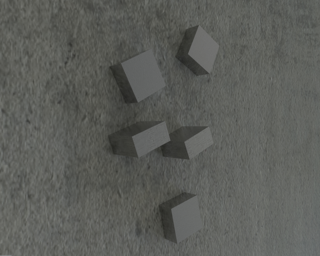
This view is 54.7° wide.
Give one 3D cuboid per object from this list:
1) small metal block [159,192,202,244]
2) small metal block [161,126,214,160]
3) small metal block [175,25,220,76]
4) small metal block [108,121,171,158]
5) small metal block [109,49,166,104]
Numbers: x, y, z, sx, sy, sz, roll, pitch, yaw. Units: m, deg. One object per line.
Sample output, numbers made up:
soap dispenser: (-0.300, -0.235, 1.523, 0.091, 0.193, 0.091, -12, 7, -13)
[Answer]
small metal block: (0.029, 0.124, 0.432, 0.050, 0.025, 0.050, -17, 101, -39)
small metal block: (0.035, 0.019, 0.420, 0.050, 0.050, 0.025, -29, 109, -37)
small metal block: (0.056, -0.112, 0.454, 0.050, 0.025, 0.050, 33, 70, -36)
small metal block: (-0.025, 0.012, 0.369, 0.050, 0.050, 0.025, -26, 107, -37)
small metal block: (-0.027, -0.064, 0.384, 0.050, 0.025, 0.050, -36, 112, -34)
